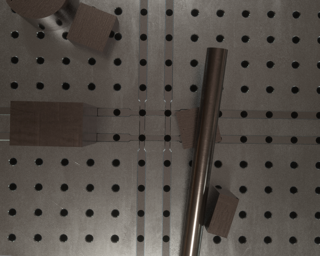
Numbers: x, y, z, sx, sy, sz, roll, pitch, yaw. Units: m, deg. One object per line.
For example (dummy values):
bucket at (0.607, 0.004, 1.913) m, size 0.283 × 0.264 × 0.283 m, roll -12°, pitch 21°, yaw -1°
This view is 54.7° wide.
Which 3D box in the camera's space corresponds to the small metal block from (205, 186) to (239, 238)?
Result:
small metal block at (0.077, 0.107, 0.402) m, size 0.025 × 0.050 × 0.050 m, roll 18°, pitch 90°, yaw 0°

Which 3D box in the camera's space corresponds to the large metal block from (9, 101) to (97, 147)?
large metal block at (-0.127, -0.005, 0.384) m, size 0.081 × 0.080 × 0.050 m, roll 1°, pitch 90°, yaw -1°

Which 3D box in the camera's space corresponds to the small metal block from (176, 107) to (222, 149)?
small metal block at (0.050, -0.002, 0.414) m, size 0.050 × 0.025 × 0.050 m, roll -12°, pitch 90°, yaw -1°

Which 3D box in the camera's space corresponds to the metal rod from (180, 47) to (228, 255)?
metal rod at (0.053, 0.052, 0.393) m, size 0.025 × 0.025 × 0.298 m, roll 6°, pitch 98°, yaw -1°

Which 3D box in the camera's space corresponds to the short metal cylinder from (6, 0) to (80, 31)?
short metal cylinder at (-0.150, -0.172, 0.399) m, size 0.081 × 0.050 × 0.079 m, roll 0°, pitch 90°, yaw -1°

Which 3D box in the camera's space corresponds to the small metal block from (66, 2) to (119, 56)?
small metal block at (-0.089, -0.130, 0.412) m, size 0.050 × 0.025 × 0.050 m, roll 22°, pitch 90°, yaw -1°
